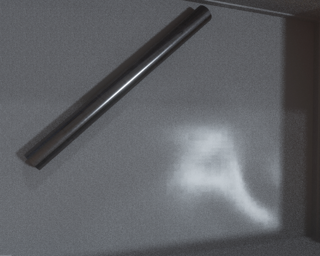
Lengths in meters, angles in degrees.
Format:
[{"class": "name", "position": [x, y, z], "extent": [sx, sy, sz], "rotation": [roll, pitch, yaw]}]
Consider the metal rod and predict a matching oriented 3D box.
[{"class": "metal rod", "position": [-0.042, -0.061, 0.395], "extent": [0.301, 0.025, 0.025], "rotation": [-44, 104, -15]}]
